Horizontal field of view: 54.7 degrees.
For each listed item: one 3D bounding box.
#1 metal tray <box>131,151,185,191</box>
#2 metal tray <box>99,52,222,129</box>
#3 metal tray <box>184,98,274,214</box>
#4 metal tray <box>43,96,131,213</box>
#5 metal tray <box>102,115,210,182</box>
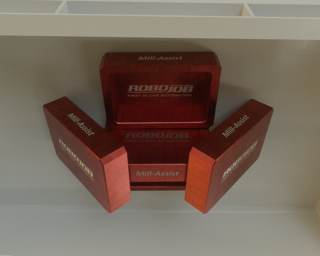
[{"bbox_3d":[-0.003,0.050,0.444,0.131,0.030,0.089,0,130,-1],"label":"metal tray"},{"bbox_3d":[0.001,-0.042,0.367,0.131,0.030,0.089,-1,131,-1],"label":"metal tray"},{"bbox_3d":[0.084,0.031,0.374,0.030,0.131,0.089,31,138,30],"label":"metal tray"},{"bbox_3d":[-0.088,0.030,0.371,0.030,0.130,0.089,-30,139,-31],"label":"metal tray"},{"bbox_3d":[-0.004,0.022,0.383,0.131,0.090,0.030,0,130,-1],"label":"metal tray"}]
